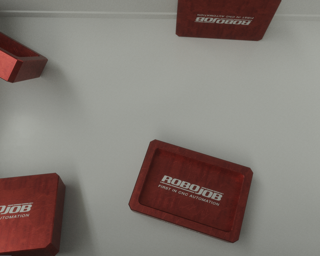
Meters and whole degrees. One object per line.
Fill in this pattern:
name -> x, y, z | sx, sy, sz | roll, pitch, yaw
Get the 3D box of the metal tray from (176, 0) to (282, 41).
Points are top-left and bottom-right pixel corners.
metal tray -> 0.090, -0.165, 0.435 | 0.131, 0.090, 0.030 | 4, 70, 1

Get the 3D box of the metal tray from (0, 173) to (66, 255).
metal tray -> -0.181, 0.103, 0.353 | 0.131, 0.030, 0.090 | -6, 52, -2

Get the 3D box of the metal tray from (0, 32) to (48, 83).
metal tray -> -0.222, -0.106, 0.393 | 0.130, 0.090, 0.030 | 30, 102, -7

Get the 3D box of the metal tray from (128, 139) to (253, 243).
metal tray -> 0.038, 0.076, 0.379 | 0.131, 0.030, 0.090 | 17, 71, 6
